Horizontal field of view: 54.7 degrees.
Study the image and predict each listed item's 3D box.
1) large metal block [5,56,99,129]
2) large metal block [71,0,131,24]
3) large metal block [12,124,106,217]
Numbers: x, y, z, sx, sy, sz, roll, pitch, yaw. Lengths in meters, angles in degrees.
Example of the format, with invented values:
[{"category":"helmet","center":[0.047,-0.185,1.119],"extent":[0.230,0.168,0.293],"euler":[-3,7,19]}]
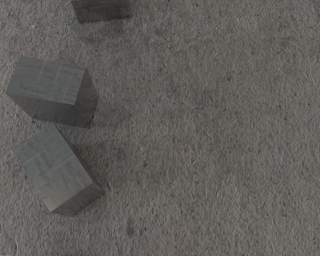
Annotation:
[{"category":"large metal block","center":[-0.130,-0.042,0.393],"extent":[0.080,0.080,0.050],"euler":[10,71,3]},{"category":"large metal block","center":[-0.091,-0.212,0.472],"extent":[0.081,0.050,0.080],"euler":[-8,70,-3]},{"category":"large metal block","center":[-0.112,0.052,0.359],"extent":[0.050,0.080,0.080],"euler":[-35,74,-12]}]
